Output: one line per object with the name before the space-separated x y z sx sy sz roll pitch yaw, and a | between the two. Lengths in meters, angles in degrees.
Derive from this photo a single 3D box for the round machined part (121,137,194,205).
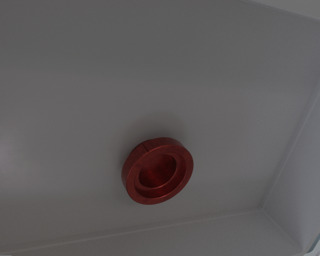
round machined part | -0.007 0.054 0.427 0.099 0.042 0.097 -14 124 -21
